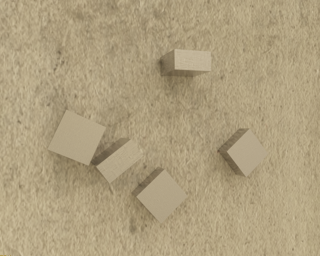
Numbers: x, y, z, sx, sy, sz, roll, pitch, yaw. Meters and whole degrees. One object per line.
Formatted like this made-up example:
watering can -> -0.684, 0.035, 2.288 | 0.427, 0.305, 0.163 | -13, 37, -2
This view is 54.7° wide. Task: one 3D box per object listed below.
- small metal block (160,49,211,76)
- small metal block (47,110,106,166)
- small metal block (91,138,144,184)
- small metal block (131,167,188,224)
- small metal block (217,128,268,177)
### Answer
small metal block -> 0.033, -0.084, 0.409 | 0.050, 0.050, 0.025 | -1, 91, -20
small metal block -> -0.100, 0.012, 0.373 | 0.050, 0.025, 0.050 | 26, 81, -19
small metal block -> -0.054, 0.038, 0.377 | 0.050, 0.050, 0.025 | -39, 103, -16
small metal block -> -0.001, 0.088, 0.410 | 0.050, 0.025, 0.050 | -43, 104, -15
small metal block -> 0.122, 0.036, 0.456 | 0.050, 0.025, 0.050 | -42, 104, -15
